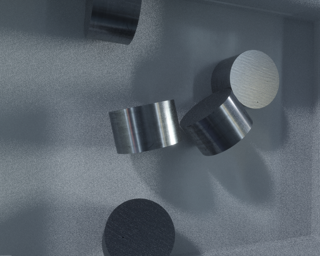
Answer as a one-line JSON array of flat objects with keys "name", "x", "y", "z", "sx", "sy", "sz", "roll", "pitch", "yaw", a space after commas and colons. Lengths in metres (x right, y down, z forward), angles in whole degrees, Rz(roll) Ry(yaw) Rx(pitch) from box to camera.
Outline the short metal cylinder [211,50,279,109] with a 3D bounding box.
[{"name": "short metal cylinder", "x": 0.121, "y": -0.066, "z": 0.443, "sx": 0.081, "sy": 0.050, "sz": 0.079, "roll": 0, "pitch": 90, "yaw": -20}]

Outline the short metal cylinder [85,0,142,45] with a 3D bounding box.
[{"name": "short metal cylinder", "x": -0.057, "y": -0.141, "z": 0.361, "sx": 0.050, "sy": 0.080, "sz": 0.080, "roll": 4, "pitch": 89, "yaw": -20}]

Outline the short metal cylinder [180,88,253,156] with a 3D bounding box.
[{"name": "short metal cylinder", "x": 0.074, "y": -0.008, "z": 0.410, "sx": 0.080, "sy": 0.080, "sz": 0.050, "roll": -42, "pitch": 104, "yaw": -15}]

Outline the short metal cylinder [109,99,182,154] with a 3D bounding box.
[{"name": "short metal cylinder", "x": -0.017, "y": -0.003, "z": 0.376, "sx": 0.081, "sy": 0.080, "sz": 0.050, "roll": -13, "pitch": 95, "yaw": -20}]

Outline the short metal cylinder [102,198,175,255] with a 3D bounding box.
[{"name": "short metal cylinder", "x": -0.027, "y": 0.131, "z": 0.370, "sx": 0.081, "sy": 0.050, "sz": 0.080, "roll": 7, "pitch": 59, "yaw": -11}]
